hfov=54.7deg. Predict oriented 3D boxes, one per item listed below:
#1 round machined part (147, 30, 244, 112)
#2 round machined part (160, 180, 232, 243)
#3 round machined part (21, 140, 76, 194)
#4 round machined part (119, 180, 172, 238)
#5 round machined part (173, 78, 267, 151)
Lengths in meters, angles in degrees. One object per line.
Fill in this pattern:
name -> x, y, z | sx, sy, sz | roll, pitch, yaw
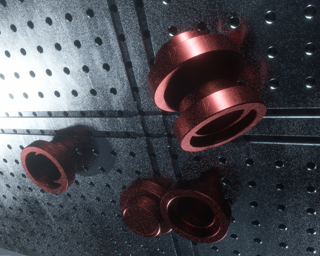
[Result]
round machined part -> 0.033, -0.061, 0.321 | 0.098, 0.099, 0.042 | -43, 58, 39
round machined part -> 0.054, 0.113, 0.440 | 0.098, 0.042, 0.097 | 12, 123, 20
round machined part -> -0.186, 0.062, 0.534 | 0.098, 0.042, 0.097 | 13, 124, 20
round machined part -> -0.023, 0.135, 0.494 | 0.098, 0.042, 0.097 | 13, 124, 20
round machined part -> 0.060, -0.016, 0.334 | 0.098, 0.099, 0.042 | -43, 59, 39
